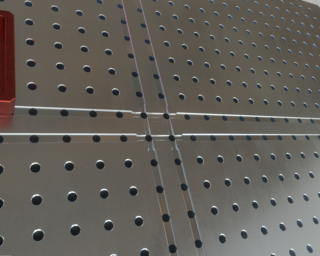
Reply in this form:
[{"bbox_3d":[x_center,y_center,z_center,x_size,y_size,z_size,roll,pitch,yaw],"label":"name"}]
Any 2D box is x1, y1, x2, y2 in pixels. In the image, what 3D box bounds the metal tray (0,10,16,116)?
[{"bbox_3d":[-0.209,-0.078,0.339,0.091,0.030,0.130,1,61,-28],"label":"metal tray"}]
